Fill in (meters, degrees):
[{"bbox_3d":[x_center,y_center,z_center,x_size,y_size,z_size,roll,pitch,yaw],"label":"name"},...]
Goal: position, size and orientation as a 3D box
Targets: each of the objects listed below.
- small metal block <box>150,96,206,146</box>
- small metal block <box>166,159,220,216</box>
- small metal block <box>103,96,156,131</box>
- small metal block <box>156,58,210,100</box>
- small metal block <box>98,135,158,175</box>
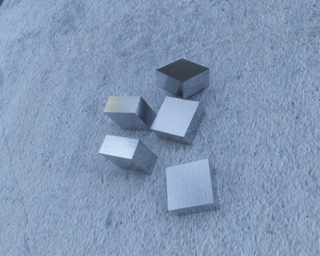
[{"bbox_3d":[0.023,-0.010,0.398,0.050,0.025,0.050,14,69,33],"label":"small metal block"},{"bbox_3d":[0.036,0.067,0.344,0.050,0.025,0.050,-15,56,19],"label":"small metal block"},{"bbox_3d":[-0.039,-0.019,0.420,0.050,0.050,0.025,3,63,29],"label":"small metal block"},{"bbox_3d":[0.031,-0.067,0.415,0.050,0.025,0.050,-30,44,-32],"label":"small metal block"},{"bbox_3d":[-0.039,0.034,0.388,0.050,0.050,0.025,7,65,31],"label":"small metal block"}]
